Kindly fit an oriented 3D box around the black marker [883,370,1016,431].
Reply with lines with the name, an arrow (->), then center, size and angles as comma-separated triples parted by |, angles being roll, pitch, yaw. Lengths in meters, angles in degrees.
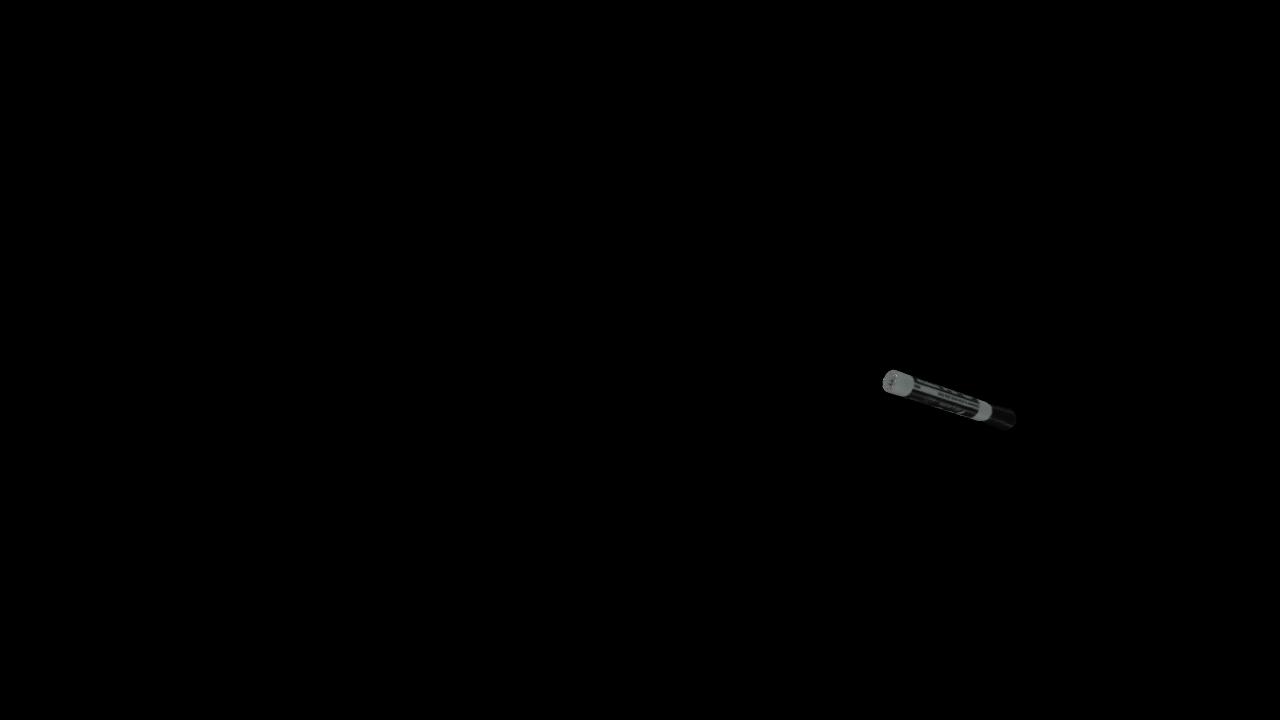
black marker -> 0.253, 0.034, 0.498 | 0.121, 0.020, 0.020 | 17, -4, -13
